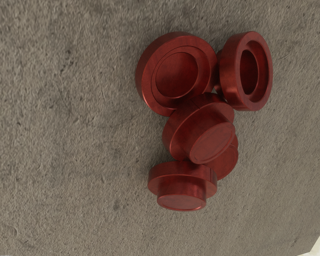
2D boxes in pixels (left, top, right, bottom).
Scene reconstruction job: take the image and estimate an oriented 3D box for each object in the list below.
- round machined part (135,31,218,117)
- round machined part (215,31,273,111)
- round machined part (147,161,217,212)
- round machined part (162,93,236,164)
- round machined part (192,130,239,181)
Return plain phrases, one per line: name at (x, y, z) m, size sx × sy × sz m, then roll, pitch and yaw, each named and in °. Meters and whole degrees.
round machined part at (0.016, -0.065, 0.367) m, size 0.099 × 0.042 × 0.097 m, roll -14°, pitch 125°, yaw -21°
round machined part at (0.102, -0.070, 0.394) m, size 0.099 × 0.042 × 0.097 m, roll -3°, pitch 94°, yaw -46°
round machined part at (0.031, 0.087, 0.437) m, size 0.099 × 0.042 × 0.098 m, roll 4°, pitch 147°, yaw 3°
round machined part at (0.055, 0.007, 0.391) m, size 0.099 × 0.042 × 0.097 m, roll -22°, pitch 140°, yaw -20°
round machined part at (0.079, 0.042, 0.468) m, size 0.099 × 0.042 × 0.097 m, roll -14°, pitch 125°, yaw -21°
